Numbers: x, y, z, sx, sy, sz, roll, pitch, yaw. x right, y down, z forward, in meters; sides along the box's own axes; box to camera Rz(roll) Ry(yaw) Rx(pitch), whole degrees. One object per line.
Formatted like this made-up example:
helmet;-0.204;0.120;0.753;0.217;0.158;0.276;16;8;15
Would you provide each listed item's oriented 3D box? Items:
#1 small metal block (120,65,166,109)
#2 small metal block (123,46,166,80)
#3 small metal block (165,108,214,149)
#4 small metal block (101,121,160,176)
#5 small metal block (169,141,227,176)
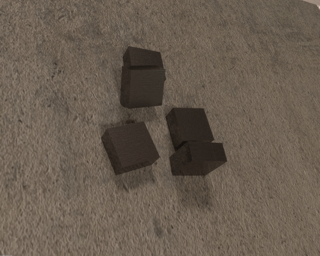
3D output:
small metal block;-0.023;-0.055;0.408;0.050;0.050;0.025;-9;26;-32
small metal block;-0.023;-0.086;0.445;0.050;0.025;0.050;4;60;-27
small metal block;0.041;0.000;0.427;0.050;0.025;0.050;-1;62;-29
small metal block;-0.036;0.023;0.372;0.050;0.025;0.050;-13;68;-34
small metal block;0.047;0.040;0.391;0.050;0.050;0.025;4;60;-26
